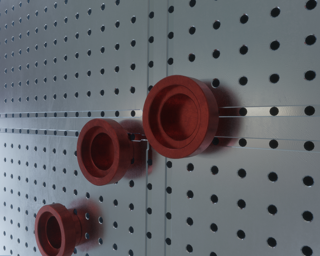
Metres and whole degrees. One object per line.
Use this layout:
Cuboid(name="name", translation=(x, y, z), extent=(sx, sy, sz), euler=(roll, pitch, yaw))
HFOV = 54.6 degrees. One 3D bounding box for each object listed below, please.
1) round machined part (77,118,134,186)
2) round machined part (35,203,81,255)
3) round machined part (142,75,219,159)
Cuboid(name="round machined part", translation=(-0.078, 0.035, 0.464), extent=(0.098, 0.042, 0.097), euler=(0, 90, 40))
Cuboid(name="round machined part", translation=(-0.176, 0.181, 0.546), extent=(0.098, 0.042, 0.097), euler=(0, 90, 40))
Cuboid(name="round machined part", translation=(0.028, -0.013, 0.376), extent=(0.098, 0.042, 0.097), euler=(0, 90, 40))
